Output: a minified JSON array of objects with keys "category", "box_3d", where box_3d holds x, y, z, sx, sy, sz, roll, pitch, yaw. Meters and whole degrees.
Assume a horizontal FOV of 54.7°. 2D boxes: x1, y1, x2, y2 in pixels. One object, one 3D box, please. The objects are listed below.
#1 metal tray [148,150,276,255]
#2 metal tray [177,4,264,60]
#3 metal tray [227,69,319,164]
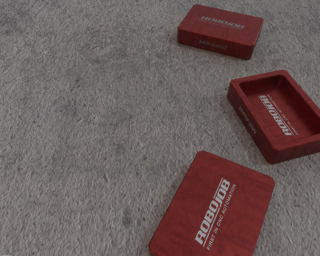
[{"category":"metal tray","box_3d":[0.057,0.093,0.322,0.090,0.030,0.130,21,53,17]},{"category":"metal tray","box_3d":[0.106,-0.171,0.544,0.130,0.030,0.090,18,52,14]},{"category":"metal tray","box_3d":[0.159,-0.021,0.417,0.091,0.030,0.130,-13,51,-11]}]
